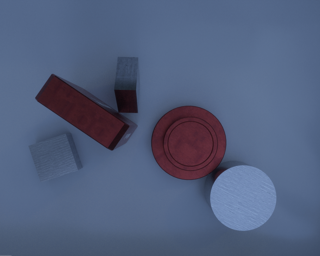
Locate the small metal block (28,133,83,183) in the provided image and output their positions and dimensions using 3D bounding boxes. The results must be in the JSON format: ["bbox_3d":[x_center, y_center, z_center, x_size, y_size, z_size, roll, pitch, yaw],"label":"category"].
[{"bbox_3d":[-0.137,0.039,0.410,0.050,0.025,0.050,-18,90,-1],"label":"small metal block"}]

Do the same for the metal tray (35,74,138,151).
[{"bbox_3d":[-0.075,-0.016,0.358,0.090,0.130,0.030,34,90,-1],"label":"metal tray"}]

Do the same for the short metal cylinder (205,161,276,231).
[{"bbox_3d":[0.101,0.085,0.400,0.081,0.050,0.079,0,90,-1],"label":"short metal cylinder"}]

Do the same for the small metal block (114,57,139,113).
[{"bbox_3d":[-0.040,-0.053,0.389,0.025,0.050,0.050,1,61,0],"label":"small metal block"}]

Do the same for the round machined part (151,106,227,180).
[{"bbox_3d":[0.038,0.020,0.403,0.099,0.042,0.097,0,90,-1],"label":"round machined part"}]
